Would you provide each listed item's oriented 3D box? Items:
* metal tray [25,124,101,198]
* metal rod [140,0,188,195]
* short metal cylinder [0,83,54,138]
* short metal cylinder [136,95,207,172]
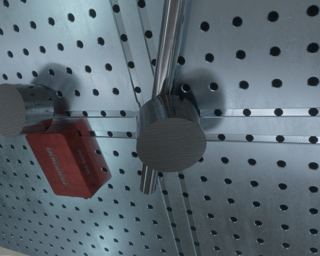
[{"bbox_3d":[-0.164,0.058,0.531,0.090,0.030,0.129,-3,117,29],"label":"metal tray"},{"bbox_3d":[0.000,-0.027,0.393,0.025,0.025,0.298,20,126,16],"label":"metal rod"},{"bbox_3d":[-0.210,-0.028,0.472,0.080,0.050,0.079,4,98,28],"label":"short metal cylinder"},{"bbox_3d":[0.011,0.007,0.372,0.081,0.050,0.079,-3,126,-4],"label":"short metal cylinder"}]
